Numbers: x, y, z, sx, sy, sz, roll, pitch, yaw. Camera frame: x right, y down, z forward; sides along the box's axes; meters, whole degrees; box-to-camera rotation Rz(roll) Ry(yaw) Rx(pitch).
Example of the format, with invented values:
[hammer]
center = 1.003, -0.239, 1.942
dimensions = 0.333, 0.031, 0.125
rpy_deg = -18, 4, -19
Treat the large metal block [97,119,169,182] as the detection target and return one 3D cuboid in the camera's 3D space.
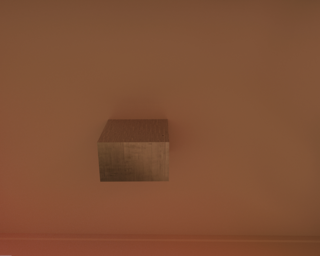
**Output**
[large metal block]
center = -0.030, 0.025, 0.391
dimensions = 0.080, 0.080, 0.050
rpy_deg = 0, 110, 0
